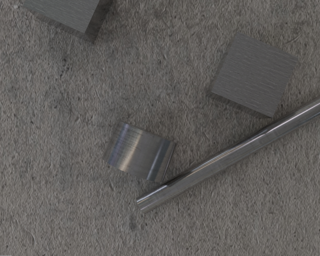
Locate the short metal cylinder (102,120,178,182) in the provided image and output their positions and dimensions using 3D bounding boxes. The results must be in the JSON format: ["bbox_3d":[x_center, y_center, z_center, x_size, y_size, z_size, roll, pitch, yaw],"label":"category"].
[{"bbox_3d":[-0.024,0.027,0.382,0.080,0.080,0.050,22,90,0],"label":"short metal cylinder"}]

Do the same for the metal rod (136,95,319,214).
[{"bbox_3d":[0.106,0.030,0.410,0.301,0.025,0.025,-29,90,0],"label":"metal rod"}]

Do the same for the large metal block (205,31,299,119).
[{"bbox_3d":[0.115,-0.065,0.399,0.080,0.050,0.080,23,90,0],"label":"large metal block"}]

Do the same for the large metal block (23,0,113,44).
[{"bbox_3d":[-0.111,-0.166,0.396,0.080,0.050,0.080,24,90,0],"label":"large metal block"}]
